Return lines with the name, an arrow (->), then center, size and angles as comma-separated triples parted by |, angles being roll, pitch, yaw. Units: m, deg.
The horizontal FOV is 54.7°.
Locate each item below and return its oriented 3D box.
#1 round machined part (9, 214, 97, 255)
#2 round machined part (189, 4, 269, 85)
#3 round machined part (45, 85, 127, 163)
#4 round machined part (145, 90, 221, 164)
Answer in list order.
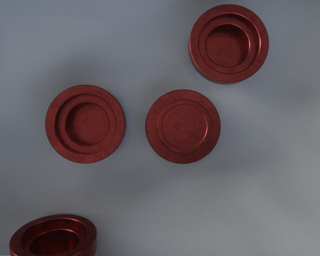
round machined part -> -0.127, 0.148, 0.376 | 0.099, 0.098, 0.042 | 2, 104, 0
round machined part -> 0.086, -0.105, 0.403 | 0.099, 0.042, 0.097 | 0, 90, 0
round machined part -> -0.092, -0.005, 0.402 | 0.099, 0.042, 0.097 | 0, 90, 0
round machined part -> 0.030, -0.002, 0.403 | 0.099, 0.042, 0.097 | 0, 90, 0
